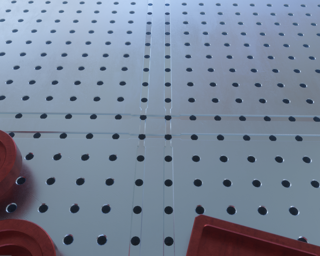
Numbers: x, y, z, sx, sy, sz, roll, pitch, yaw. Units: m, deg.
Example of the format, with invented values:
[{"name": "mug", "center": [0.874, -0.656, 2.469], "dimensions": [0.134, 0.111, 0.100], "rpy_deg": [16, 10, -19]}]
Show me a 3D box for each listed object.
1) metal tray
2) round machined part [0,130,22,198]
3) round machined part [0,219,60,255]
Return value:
[{"name": "metal tray", "center": [0.086, 0.142, 0.285], "dimensions": [0.131, 0.030, 0.090], "rpy_deg": [13, 51, 10]}, {"name": "round machined part", "center": [-0.208, 0.050, 0.352], "dimensions": [0.099, 0.042, 0.098], "rpy_deg": [0, 50, 0]}, {"name": "round machined part", "center": [-0.139, 0.137, 0.280], "dimensions": [0.099, 0.042, 0.098], "rpy_deg": [0, 50, 0]}]
